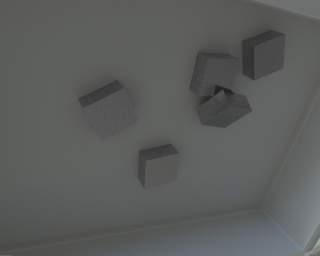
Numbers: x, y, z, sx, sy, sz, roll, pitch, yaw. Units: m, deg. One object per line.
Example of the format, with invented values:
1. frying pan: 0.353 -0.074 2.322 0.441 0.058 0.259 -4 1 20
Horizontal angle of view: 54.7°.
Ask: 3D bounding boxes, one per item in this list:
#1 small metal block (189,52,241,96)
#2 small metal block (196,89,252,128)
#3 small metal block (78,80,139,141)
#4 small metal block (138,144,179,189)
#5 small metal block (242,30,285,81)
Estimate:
1. small metal block: 0.071 -0.070 0.404 0.050 0.025 0.050 -4 120 -27
2. small metal block: 0.087 -0.025 0.422 0.050 0.025 0.050 7 148 -41
3. small metal block: -0.059 -0.020 0.363 0.050 0.025 0.050 -28 128 -11
4. small metal block: -0.003 0.054 0.441 0.050 0.025 0.050 -11 123 -23
5. small metal block: 0.141 -0.100 0.424 0.050 0.025 0.050 -24 127 -14
